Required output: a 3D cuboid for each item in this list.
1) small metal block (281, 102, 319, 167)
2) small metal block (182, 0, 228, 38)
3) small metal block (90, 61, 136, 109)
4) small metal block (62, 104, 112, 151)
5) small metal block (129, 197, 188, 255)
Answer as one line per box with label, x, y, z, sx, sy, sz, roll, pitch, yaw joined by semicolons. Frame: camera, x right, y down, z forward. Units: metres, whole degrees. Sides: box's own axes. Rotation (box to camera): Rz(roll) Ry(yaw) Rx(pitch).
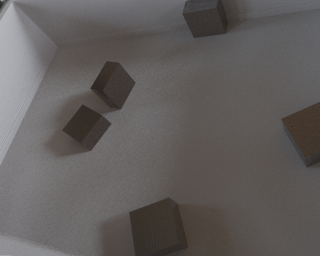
small metal block;0.162;0.005;0.318;0.050;0.025;0.050;-26;53;12
small metal block;0.067;-0.162;0.454;0.050;0.050;0.025;1;62;28
small metal block;-0.069;-0.064;0.465;0.025;0.050;0.050;14;69;34
small metal block;-0.110;-0.001;0.465;0.050;0.025;0.050;27;76;37
small metal block;-0.002;0.111;0.339;0.050;0.025;0.050;-24;53;14
